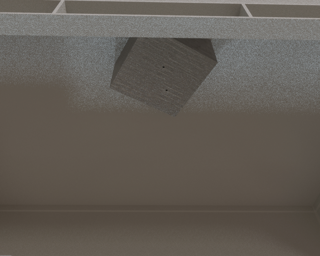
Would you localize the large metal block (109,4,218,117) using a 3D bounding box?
[{"bbox_3d":[0.002,-0.069,0.334,0.080,0.050,0.080,23,126,-19],"label":"large metal block"}]
